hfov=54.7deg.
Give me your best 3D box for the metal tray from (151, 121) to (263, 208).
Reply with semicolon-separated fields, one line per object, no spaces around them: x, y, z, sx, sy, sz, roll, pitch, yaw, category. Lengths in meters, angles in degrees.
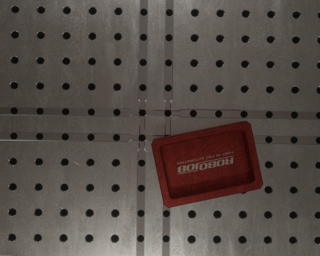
0.061;0.047;0.411;0.131;0.030;0.089;-12;90;-1;metal tray
